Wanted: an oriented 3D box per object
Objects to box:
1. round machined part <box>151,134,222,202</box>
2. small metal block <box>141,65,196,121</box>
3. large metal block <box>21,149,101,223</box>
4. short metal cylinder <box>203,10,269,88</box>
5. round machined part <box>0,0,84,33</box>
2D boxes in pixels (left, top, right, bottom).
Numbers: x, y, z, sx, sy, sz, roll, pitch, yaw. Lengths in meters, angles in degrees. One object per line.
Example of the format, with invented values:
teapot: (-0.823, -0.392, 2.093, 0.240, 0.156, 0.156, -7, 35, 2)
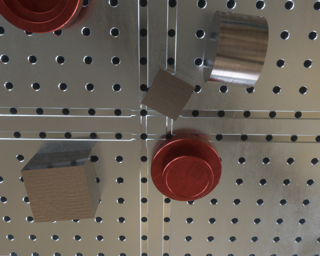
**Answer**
round machined part: (0.037, 0.060, 0.427, 0.099, 0.042, 0.097, 0, 110, 0)
small metal block: (0.010, -0.045, 0.397, 0.050, 0.025, 0.050, 27, 108, -10)
large metal block: (-0.133, 0.079, 0.428, 0.080, 0.050, 0.079, -5, 110, 1)
short metal cylinder: (0.083, -0.088, 0.352, 0.050, 0.080, 0.079, 7, 110, -3)
round machined part: (-0.133, -0.157, 0.345, 0.099, 0.042, 0.097, 0, 110, 0)
